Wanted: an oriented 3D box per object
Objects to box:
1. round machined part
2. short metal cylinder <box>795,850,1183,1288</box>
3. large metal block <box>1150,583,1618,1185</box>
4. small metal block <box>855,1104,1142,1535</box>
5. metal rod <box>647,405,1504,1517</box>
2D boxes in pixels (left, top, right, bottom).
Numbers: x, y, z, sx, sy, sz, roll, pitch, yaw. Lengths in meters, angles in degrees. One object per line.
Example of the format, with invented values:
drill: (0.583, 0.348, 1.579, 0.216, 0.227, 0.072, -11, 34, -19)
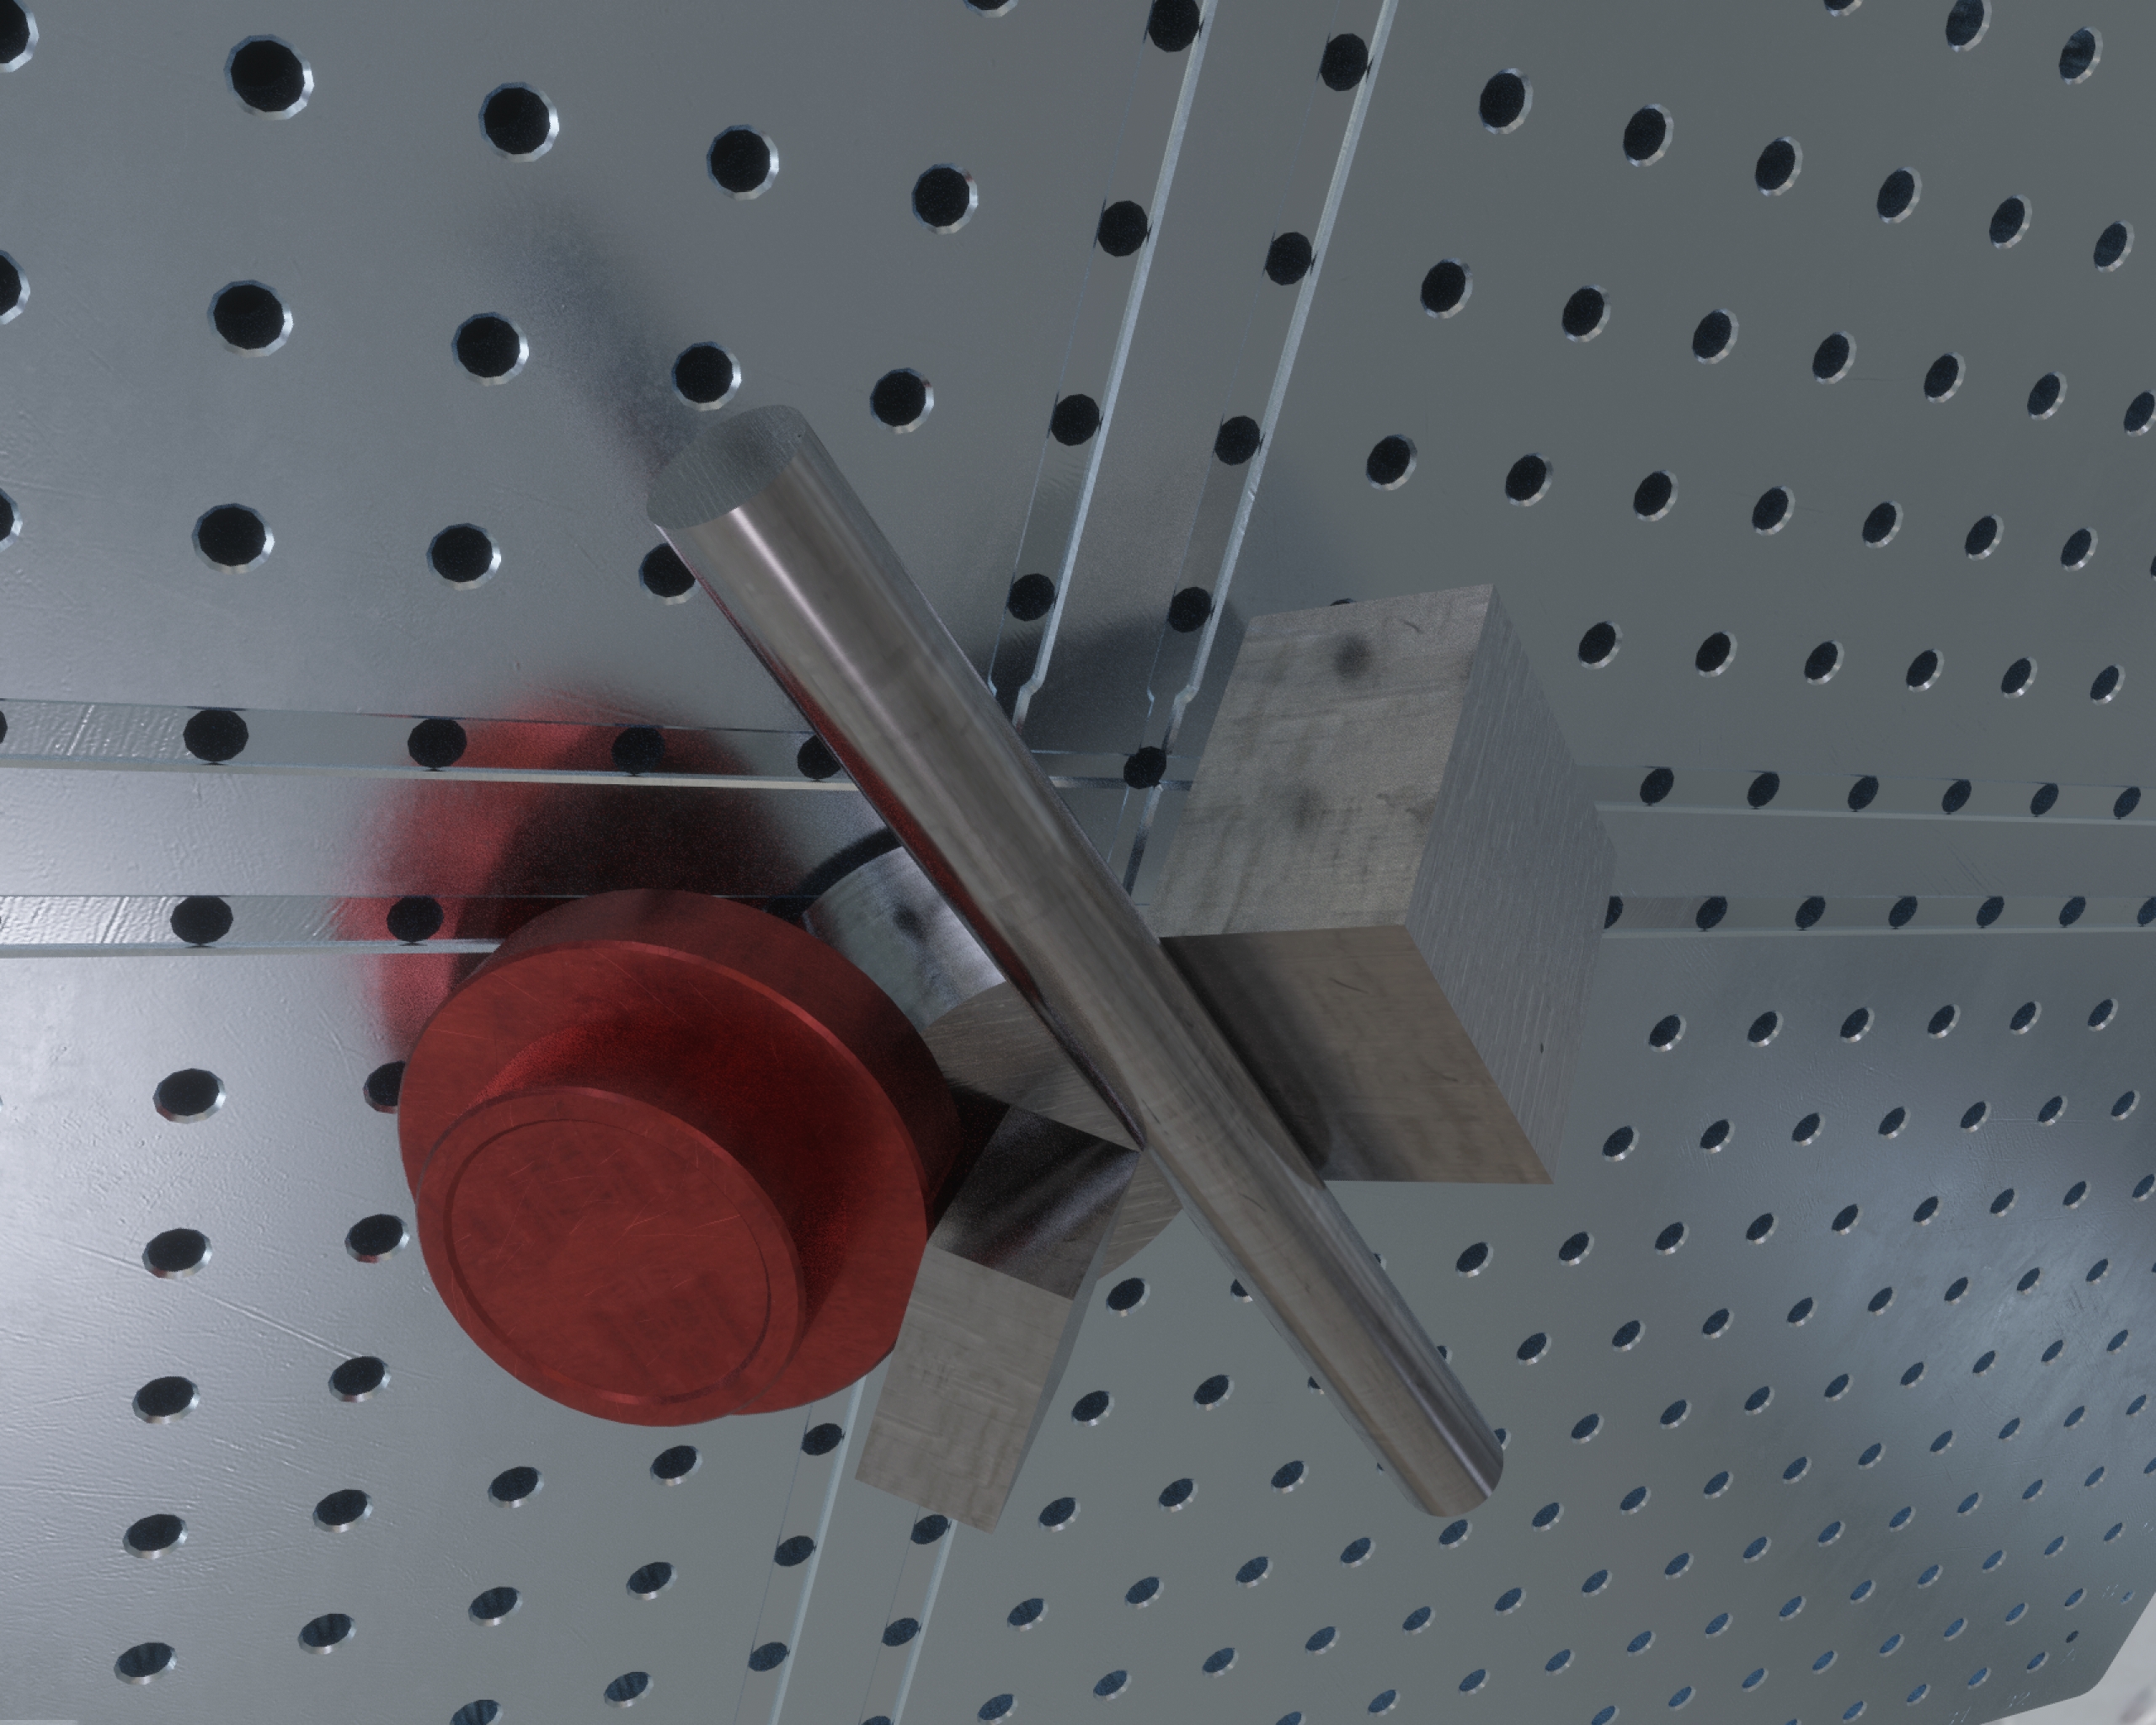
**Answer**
round machined part: (-0.072, 0.057, 0.358, 0.098, 0.042, 0.097, 6, 117, 12)
short metal cylinder: (-0.018, 0.041, 0.406, 0.081, 0.050, 0.079, -14, 124, -21)
large metal block: (0.062, 0.006, 0.400, 0.080, 0.050, 0.080, 55, 43, -39)
small metal block: (-0.013, 0.078, 0.364, 0.025, 0.050, 0.050, 20, 114, 7)
metal rod: (0.018, 0.041, 0.377, 0.025, 0.025, 0.300, -37, 129, -3)
